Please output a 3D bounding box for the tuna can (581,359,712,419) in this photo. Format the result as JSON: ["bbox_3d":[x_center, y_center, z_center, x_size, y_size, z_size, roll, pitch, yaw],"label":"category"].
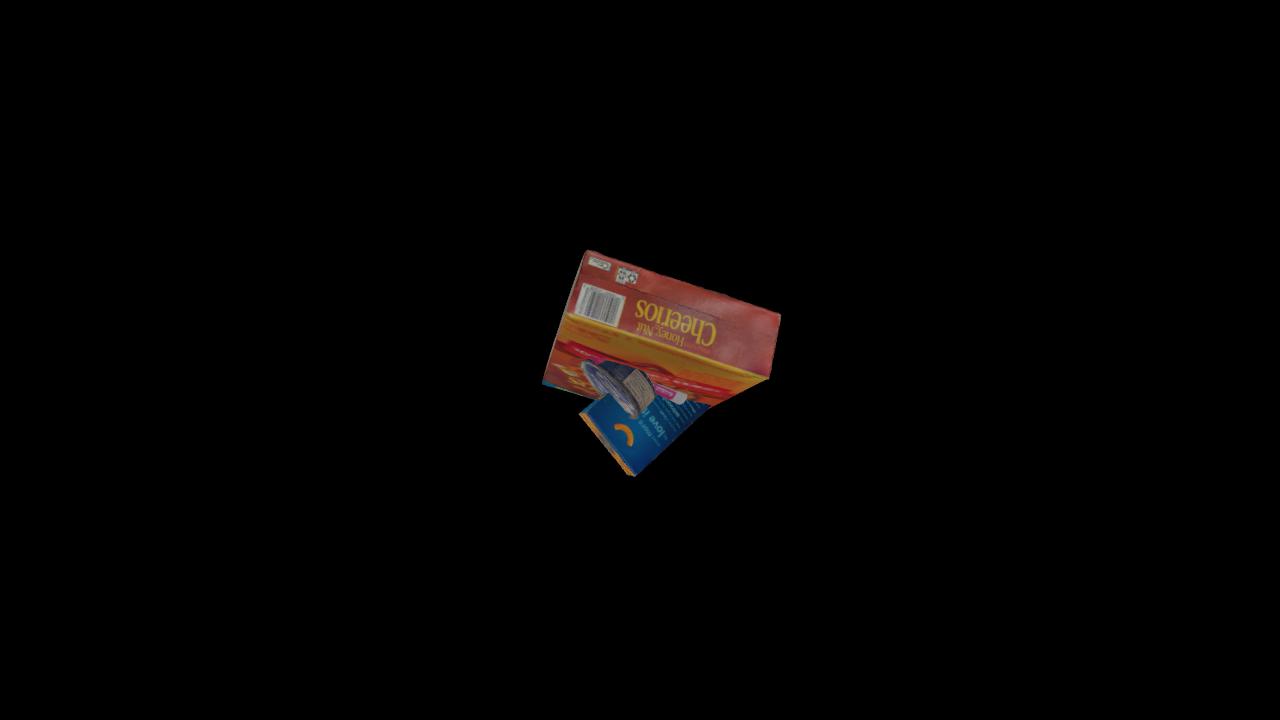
[{"bbox_3d":[-0.023,0.022,0.656,0.034,0.084,0.084,-45,17,-18],"label":"tuna can"}]

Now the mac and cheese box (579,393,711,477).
[{"bbox_3d":[0.029,0.038,0.709,0.184,0.093,0.041,-40,8,-21],"label":"mac and cheese box"}]

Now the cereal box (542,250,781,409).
[{"bbox_3d":[0.003,-0.005,0.707,0.203,0.081,0.306,18,-18,-9],"label":"cereal box"}]

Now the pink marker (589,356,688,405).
[{"bbox_3d":[-0.001,0.018,0.653,0.121,0.020,0.020,25,-12,-27],"label":"pink marker"}]
